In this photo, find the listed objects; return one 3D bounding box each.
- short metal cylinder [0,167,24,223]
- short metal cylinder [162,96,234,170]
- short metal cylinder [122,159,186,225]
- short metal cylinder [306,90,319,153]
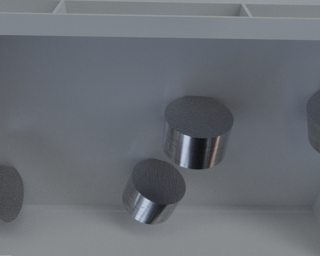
[{"bbox_3d":[-0.244,0.099,0.453,0.050,0.080,0.080,-5,130,4],"label":"short metal cylinder"},{"bbox_3d":[0.044,0.004,0.377,0.081,0.080,0.050,2,130,-2],"label":"short metal cylinder"},{"bbox_3d":[-0.009,0.092,0.451,0.081,0.080,0.050,15,128,-13],"label":"short metal cylinder"},{"bbox_3d":[0.220,-0.008,0.370,0.080,0.080,0.050,-15,129,12],"label":"short metal cylinder"}]
